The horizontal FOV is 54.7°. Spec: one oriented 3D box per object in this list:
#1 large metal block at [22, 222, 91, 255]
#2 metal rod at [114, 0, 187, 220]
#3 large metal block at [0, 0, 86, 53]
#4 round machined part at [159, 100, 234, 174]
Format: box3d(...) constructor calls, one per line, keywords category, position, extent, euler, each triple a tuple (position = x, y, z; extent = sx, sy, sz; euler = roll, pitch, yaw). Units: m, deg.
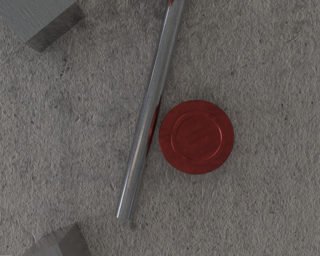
box3d(category="large metal block", position=(-0.121, 0.174, 0.382), extent=(0.050, 0.080, 0.080), euler=(-23, 90, 0))
box3d(category="metal rod", position=(-0.012, -0.028, 0.409), extent=(0.025, 0.025, 0.298), euler=(14, 90, 0))
box3d(category="large metal block", position=(-0.157, -0.157, 0.396), extent=(0.080, 0.050, 0.080), euler=(-40, 90, 0))
box3d(category="round machined part", position=(0.048, 0.012, 0.402), extent=(0.099, 0.042, 0.097), euler=(0, 90, 0))
